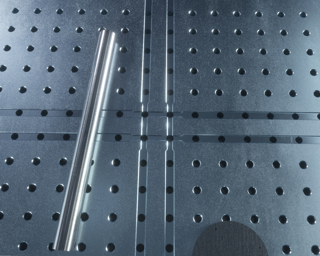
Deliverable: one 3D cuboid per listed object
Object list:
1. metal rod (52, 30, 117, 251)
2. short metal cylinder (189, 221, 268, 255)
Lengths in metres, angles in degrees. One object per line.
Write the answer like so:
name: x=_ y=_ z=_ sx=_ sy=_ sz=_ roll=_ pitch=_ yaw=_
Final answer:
metal rod: x=-0.095 y=0.002 z=0.410 sx=0.025 sy=0.025 sz=0.299 roll=6 pitch=70 yaw=2
short metal cylinder: x=0.074 y=0.146 z=0.345 sx=0.081 sy=0.050 sz=0.080 roll=0 pitch=70 yaw=0
